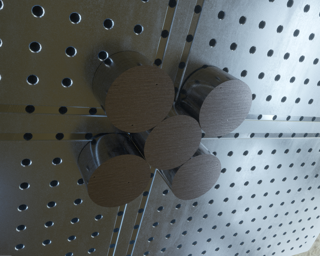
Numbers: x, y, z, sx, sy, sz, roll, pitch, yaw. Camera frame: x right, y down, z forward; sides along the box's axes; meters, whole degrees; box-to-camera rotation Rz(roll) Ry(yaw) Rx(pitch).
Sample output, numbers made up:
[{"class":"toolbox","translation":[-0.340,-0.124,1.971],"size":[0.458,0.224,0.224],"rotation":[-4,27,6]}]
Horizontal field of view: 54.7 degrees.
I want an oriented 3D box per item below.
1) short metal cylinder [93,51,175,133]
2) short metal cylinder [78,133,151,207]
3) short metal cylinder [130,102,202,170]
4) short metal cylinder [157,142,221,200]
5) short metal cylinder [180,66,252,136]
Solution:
[{"class":"short metal cylinder","translation":[-0.030,-0.041,0.353],"size":[0.081,0.050,0.079],"rotation":[-14,125,-21]},{"class":"short metal cylinder","translation":[-0.059,0.054,0.396],"size":[0.081,0.050,0.079],"rotation":[-14,125,-21]},{"class":"short metal cylinder","translation":[0.007,0.007,0.404],"size":[0.081,0.050,0.079],"rotation":[-14,125,-21]},{"class":"short metal cylinder","translation":[0.042,0.058,0.455],"size":[0.081,0.050,0.079],"rotation":[-14,125,-21]},{"class":"short metal cylinder","translation":[0.074,-0.036,0.413],"size":[0.081,0.050,0.079],"rotation":[-14,125,-21]}]
